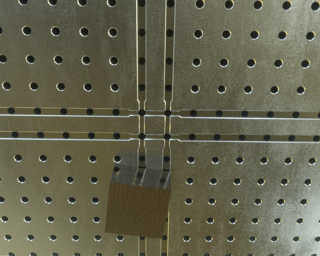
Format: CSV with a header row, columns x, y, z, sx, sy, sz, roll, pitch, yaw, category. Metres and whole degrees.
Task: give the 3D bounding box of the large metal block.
x,y,z,sx,sy,sz,roll,pitch,yaw,category
-0.031,0.104,0.438,0.081,0.050,0.079,8,110,-4,large metal block
